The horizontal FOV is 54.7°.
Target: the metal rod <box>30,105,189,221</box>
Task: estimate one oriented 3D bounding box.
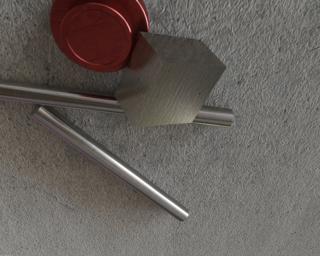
[{"bbox_3d":[-0.057,0.063,0.459,0.025,0.025,0.300,-33,124,24],"label":"metal rod"}]

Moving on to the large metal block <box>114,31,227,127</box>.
[{"bbox_3d":[0.009,-0.049,0.328,0.081,0.050,0.079,-5,138,-37],"label":"large metal block"}]

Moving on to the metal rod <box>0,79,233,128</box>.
[{"bbox_3d":[-0.060,-0.030,0.380,0.302,0.025,0.025,7,130,-7],"label":"metal rod"}]

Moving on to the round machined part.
[{"bbox_3d":[-0.061,-0.098,0.312,0.099,0.042,0.097,-1,130,0],"label":"round machined part"}]
